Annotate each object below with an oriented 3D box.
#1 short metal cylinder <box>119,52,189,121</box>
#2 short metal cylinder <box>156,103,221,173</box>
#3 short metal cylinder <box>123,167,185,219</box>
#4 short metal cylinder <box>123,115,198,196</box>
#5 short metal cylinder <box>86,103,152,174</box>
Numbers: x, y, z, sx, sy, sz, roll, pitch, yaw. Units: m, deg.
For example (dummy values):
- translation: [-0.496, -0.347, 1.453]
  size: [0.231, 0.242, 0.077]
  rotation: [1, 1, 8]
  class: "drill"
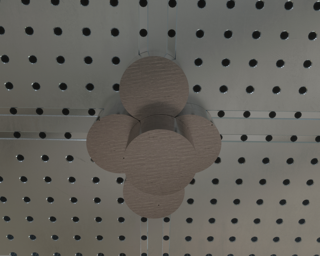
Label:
- translation: [-0.007, -0.051, 0.381]
  size: [0.081, 0.050, 0.079]
  rotation: [-1, 110, -1]
  class: "short metal cylinder"
- translation: [0.035, 0.013, 0.404]
  size: [0.081, 0.050, 0.079]
  rotation: [0, 110, 0]
  class: "short metal cylinder"
- translation: [-0.008, 0.076, 0.427]
  size: [0.081, 0.050, 0.079]
  rotation: [0, 108, -1]
  class: "short metal cylinder"
- translation: [0.000, 0.030, 0.357]
  size: [0.081, 0.050, 0.079]
  rotation: [0, 110, 0]
  class: "short metal cylinder"
- translation: [-0.050, 0.012, 0.404]
  size: [0.081, 0.050, 0.079]
  rotation: [0, 110, 0]
  class: "short metal cylinder"
